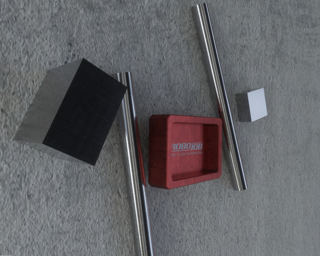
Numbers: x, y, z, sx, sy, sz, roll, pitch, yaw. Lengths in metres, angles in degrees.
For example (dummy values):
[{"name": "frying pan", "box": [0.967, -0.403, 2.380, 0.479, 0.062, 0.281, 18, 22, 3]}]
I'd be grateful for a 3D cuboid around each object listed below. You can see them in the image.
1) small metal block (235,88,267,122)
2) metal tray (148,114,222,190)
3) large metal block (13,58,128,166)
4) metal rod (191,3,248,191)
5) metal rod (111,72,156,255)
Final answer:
[{"name": "small metal block", "box": [0.160, -0.041, 0.542, 0.050, 0.025, 0.050, -19, 102, -39]}, {"name": "metal tray", "box": [0.039, 0.029, 0.422, 0.131, 0.030, 0.089, 1, 89, -50]}, {"name": "large metal block", "box": [-0.087, -0.013, 0.297, 0.050, 0.080, 0.080, 32, 70, -36]}, {"name": "metal rod", "box": [0.096, -0.040, 0.487, 0.025, 0.025, 0.298, -26, 106, -37]}, {"name": "metal rod", "box": [-0.028, 0.082, 0.383, 0.025, 0.025, 0.298, -12, 98, -40]}]
